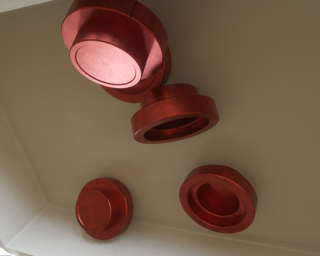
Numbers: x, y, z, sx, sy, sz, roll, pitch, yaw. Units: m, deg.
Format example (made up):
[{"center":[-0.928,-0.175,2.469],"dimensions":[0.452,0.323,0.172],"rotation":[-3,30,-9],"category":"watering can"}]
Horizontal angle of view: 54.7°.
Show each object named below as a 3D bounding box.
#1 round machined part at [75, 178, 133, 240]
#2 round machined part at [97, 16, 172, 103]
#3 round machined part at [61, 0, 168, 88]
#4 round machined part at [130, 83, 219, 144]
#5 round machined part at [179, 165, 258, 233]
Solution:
[{"center":[-0.096,0.130,0.497],"dimensions":[0.098,0.042,0.097],"rotation":[-2,84,25],"category":"round machined part"},{"center":[-0.031,-0.082,0.362],"dimensions":[0.098,0.042,0.097],"rotation":[13,124,20],"category":"round machined part"},{"center":[-0.045,-0.074,0.292],"dimensions":[0.099,0.042,0.098],"rotation":[11,154,6],"category":"round machined part"},{"center":[0.014,-0.017,0.355],"dimensions":[0.098,0.099,0.042],"rotation":[-26,68,37],"category":"round machined part"},{"center":[0.079,0.088,0.410],"dimensions":[0.098,0.042,0.097],"rotation":[13,124,20],"category":"round machined part"}]
